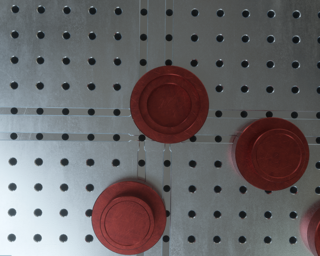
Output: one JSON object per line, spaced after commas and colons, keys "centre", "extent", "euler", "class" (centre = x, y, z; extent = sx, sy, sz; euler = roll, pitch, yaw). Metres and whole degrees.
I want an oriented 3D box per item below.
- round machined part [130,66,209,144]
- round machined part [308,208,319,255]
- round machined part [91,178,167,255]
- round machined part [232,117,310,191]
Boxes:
{"centre": [0.012, -0.029, 0.405], "extent": [0.099, 0.042, 0.097], "euler": [0, 90, -1], "class": "round machined part"}
{"centre": [0.254, 0.148, 0.408], "extent": [0.099, 0.042, 0.097], "euler": [0, 90, -1], "class": "round machined part"}
{"centre": [-0.040, 0.118, 0.404], "extent": [0.099, 0.042, 0.097], "euler": [0, 90, -1], "class": "round machined part"}
{"centre": [0.148, 0.034, 0.407], "extent": [0.099, 0.042, 0.097], "euler": [0, 90, -1], "class": "round machined part"}
